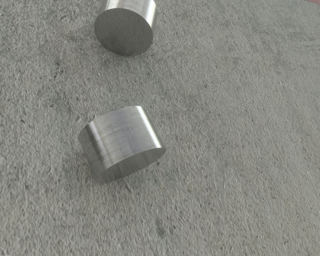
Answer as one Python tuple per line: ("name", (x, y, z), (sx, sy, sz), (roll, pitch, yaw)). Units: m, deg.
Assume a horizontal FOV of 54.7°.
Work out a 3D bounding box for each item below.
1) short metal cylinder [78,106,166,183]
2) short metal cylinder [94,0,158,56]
("short metal cylinder", (-0.041, 0.019, 0.335), (0.081, 0.080, 0.050), (-15, 70, -34))
("short metal cylinder", (-0.046, -0.148, 0.434), (0.080, 0.080, 0.050), (20, 54, -17))
